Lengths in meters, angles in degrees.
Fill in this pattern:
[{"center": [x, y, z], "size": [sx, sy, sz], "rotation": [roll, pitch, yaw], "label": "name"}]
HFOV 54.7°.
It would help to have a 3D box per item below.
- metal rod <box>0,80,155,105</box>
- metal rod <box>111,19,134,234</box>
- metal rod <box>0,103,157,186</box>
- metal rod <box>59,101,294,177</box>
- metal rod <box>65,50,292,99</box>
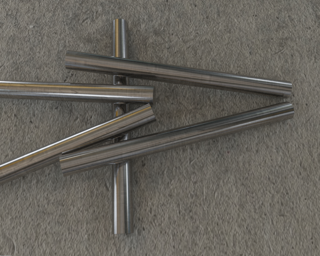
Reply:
[{"center": [-0.157, -0.049, 0.410], "size": [0.302, 0.025, 0.025], "rotation": [3, 70, 6], "label": "metal rod"}, {"center": [-0.052, -0.016, 0.414], "size": [0.025, 0.025, 0.299], "rotation": [-3, 70, -2], "label": "metal rod"}, {"center": [-0.148, 0.038, 0.379], "size": [0.302, 0.025, 0.025], "rotation": [-22, 72, -3], "label": "metal rod"}, {"center": [0.031, 0.010, 0.389], "size": [0.302, 0.025, 0.025], "rotation": [-13, 71, -12], "label": "metal rod"}, {"center": [0.028, -0.071, 0.418], "size": [0.302, 0.025, 0.025], "rotation": [7, 70, -5], "label": "metal rod"}]
